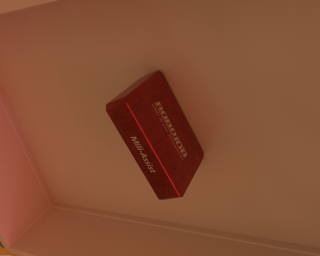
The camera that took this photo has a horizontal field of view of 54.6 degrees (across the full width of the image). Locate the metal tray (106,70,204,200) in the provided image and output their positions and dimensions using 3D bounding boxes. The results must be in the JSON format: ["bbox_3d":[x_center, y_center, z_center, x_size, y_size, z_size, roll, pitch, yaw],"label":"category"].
[{"bbox_3d":[0.000,0.007,0.368,0.030,0.090,0.130,-17,110,34],"label":"metal tray"}]
